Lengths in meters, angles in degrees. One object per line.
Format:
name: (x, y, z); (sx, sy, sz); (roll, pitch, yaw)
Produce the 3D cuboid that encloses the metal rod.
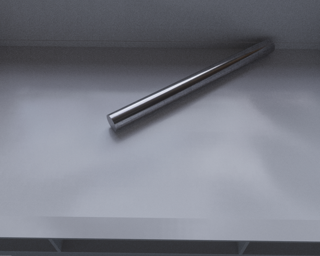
metal rod: (0.059, -0.072, 0.466); (0.302, 0.025, 0.025); (-28, 56, -22)
